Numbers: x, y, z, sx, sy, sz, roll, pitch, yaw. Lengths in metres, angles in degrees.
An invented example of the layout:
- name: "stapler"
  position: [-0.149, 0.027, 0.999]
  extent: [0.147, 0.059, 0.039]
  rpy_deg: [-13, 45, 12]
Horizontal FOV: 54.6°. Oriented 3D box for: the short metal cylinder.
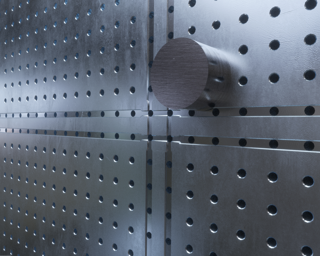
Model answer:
- name: "short metal cylinder"
  position: [0.035, -0.061, 0.365]
  extent: [0.080, 0.050, 0.080]
  rpy_deg: [0, 90, 40]
